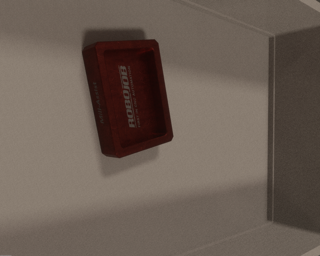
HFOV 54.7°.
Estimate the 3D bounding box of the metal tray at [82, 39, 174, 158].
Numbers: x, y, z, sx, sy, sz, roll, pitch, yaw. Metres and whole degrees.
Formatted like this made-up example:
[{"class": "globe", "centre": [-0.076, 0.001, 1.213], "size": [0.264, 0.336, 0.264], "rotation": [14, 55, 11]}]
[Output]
[{"class": "metal tray", "centre": [-0.035, -0.038, 0.375], "size": [0.091, 0.030, 0.129], "rotation": [-16, 100, -39]}]
